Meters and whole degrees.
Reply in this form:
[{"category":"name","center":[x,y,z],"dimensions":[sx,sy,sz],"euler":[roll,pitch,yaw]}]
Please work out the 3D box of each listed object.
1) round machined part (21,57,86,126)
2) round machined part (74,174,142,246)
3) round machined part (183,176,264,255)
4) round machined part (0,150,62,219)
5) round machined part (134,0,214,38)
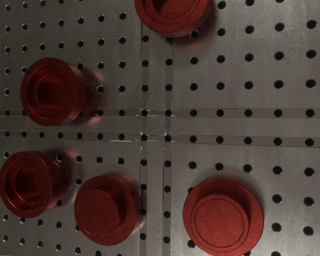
[{"category":"round machined part","center":[-0.151,-0.051,0.455],"dimensions":[0.098,0.042,0.097],"euler":[0,90,19]},{"category":"round machined part","center":[-0.078,0.115,0.430],"dimensions":[0.098,0.042,0.097],"euler":[0,90,19]},{"category":"round machined part","center":[0.075,0.110,0.377],"dimensions":[0.098,0.042,0.097],"euler":[0,90,19]},{"category":"round machined part","center":[-0.190,0.083,0.469],"dimensions":[0.098,0.042,0.097],"euler":[0,90,19]},{"category":"round machined part","center":[0.021,-0.164,0.396],"dimensions":[0.098,0.042,0.097],"euler":[0,90,19]}]
